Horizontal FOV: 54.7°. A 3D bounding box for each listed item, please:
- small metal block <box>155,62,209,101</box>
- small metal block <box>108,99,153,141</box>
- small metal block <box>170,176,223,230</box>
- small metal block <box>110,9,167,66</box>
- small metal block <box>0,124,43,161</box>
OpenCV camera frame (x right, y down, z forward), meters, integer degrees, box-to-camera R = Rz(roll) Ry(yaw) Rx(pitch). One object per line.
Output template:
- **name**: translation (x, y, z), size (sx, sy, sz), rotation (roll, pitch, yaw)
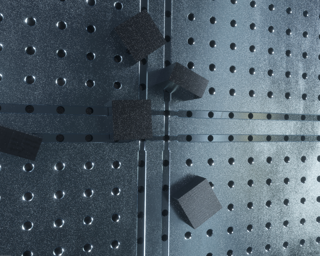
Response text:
- **small metal block**: translation (0.028, -0.060, 0.411), size (0.050, 0.050, 0.025), rotation (26, 81, -19)
- **small metal block**: translation (-0.038, -0.011, 0.399), size (0.050, 0.025, 0.050), rotation (-3, 91, -20)
- **small metal block**: translation (0.051, 0.103, 0.433), size (0.050, 0.025, 0.050), rotation (-33, 101, -17)
- **small metal block**: translation (-0.028, -0.117, 0.403), size (0.050, 0.025, 0.050), rotation (-38, 103, -16)
- **small metal block**: translation (-0.159, 0.015, 0.341), size (0.050, 0.050, 0.025), rotation (20, 84, -19)
